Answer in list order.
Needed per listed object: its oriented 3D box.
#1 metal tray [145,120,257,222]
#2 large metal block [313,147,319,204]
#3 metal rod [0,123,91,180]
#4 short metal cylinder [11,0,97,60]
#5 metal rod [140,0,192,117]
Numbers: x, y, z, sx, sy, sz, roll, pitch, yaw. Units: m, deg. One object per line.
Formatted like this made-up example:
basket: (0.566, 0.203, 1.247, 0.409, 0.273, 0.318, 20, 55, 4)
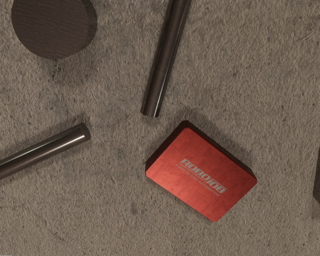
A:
metal tray: (0.056, 0.062, 0.431, 0.130, 0.030, 0.090, 37, 106, -13)
large metal block: (0.267, 0.071, 0.427, 0.081, 0.050, 0.079, -3, 110, 0)
metal rod: (-0.235, 0.065, 0.430, 0.301, 0.025, 0.025, -24, 109, 8)
short metal cylinder: (-0.116, -0.121, 0.350, 0.081, 0.050, 0.079, 0, 110, -1)
metal rod: (0.026, -0.154, 0.353, 0.025, 0.025, 0.298, 14, 109, -6)
